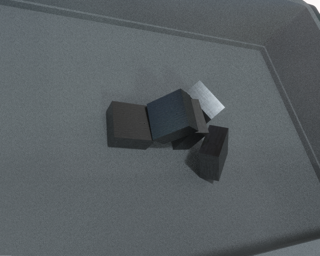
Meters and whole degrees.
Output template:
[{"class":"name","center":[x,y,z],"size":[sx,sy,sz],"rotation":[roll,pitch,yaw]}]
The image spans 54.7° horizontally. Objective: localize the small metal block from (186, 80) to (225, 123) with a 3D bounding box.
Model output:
[{"class":"small metal block","center":[0.060,-0.035,0.440],"size":[0.025,0.050,0.050],"rotation":[-41,85,-7]}]

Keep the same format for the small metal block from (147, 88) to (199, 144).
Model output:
[{"class":"small metal block","center":[0.015,-0.013,0.382],"size":[0.025,0.050,0.050],"rotation":[26,48,-54]}]

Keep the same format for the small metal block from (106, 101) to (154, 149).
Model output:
[{"class":"small metal block","center":[-0.038,-0.003,0.385],"size":[0.050,0.025,0.050],"rotation":[6,59,-25]}]

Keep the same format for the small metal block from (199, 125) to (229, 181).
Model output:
[{"class":"small metal block","center":[0.071,0.033,0.404],"size":[0.025,0.050,0.050],"rotation":[11,48,20]}]

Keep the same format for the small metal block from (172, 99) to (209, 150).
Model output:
[{"class":"small metal block","center":[0.034,-0.004,0.411],"size":[0.025,0.050,0.050],"rotation":[1,61,-28]}]
